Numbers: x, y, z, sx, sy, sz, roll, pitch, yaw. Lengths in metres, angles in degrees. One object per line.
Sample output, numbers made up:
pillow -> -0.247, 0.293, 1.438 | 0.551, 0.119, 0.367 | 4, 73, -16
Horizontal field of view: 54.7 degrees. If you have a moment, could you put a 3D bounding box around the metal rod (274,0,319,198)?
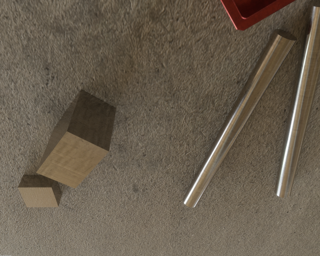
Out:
metal rod -> 0.179, -0.011, 0.400 | 0.025, 0.025, 0.298 | -6, 130, 4

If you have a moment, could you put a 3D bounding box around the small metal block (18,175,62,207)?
small metal block -> -0.188, 0.100, 0.490 | 0.050, 0.025, 0.050 | 0, 130, -1

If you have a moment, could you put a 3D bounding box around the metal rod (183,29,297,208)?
metal rod -> 0.091, 0.011, 0.418 | 0.025, 0.025, 0.298 | 12, 129, -11

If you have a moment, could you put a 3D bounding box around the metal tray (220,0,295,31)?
metal tray -> 0.078, -0.162, 0.266 | 0.090, 0.030, 0.130 | -28, 125, 21

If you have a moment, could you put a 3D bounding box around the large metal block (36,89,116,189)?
large metal block -> -0.100, 0.013, 0.381 | 0.050, 0.080, 0.080 | 30, 124, -23
